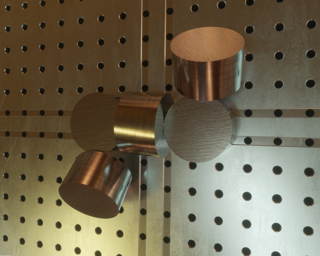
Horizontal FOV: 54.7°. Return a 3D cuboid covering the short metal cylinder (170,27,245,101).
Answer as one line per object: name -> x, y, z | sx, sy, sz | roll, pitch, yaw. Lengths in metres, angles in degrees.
short metal cylinder -> 0.054, -0.075, 0.357 | 0.080, 0.080, 0.050 | 9, 135, 19

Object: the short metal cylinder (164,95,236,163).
short metal cylinder -> 0.051, 0.000, 0.380 | 0.080, 0.050, 0.079 | 0, 90, 19

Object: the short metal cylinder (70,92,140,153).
short metal cylinder -> -0.073, -0.006, 0.423 | 0.080, 0.050, 0.079 | 0, 90, 19

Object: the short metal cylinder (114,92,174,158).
short metal cylinder -> -0.016, -0.005, 0.388 | 0.050, 0.080, 0.079 | 5, 92, 19

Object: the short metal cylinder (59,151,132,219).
short metal cylinder -> -0.083, 0.075, 0.405 | 0.080, 0.050, 0.080 | 11, 137, 11
